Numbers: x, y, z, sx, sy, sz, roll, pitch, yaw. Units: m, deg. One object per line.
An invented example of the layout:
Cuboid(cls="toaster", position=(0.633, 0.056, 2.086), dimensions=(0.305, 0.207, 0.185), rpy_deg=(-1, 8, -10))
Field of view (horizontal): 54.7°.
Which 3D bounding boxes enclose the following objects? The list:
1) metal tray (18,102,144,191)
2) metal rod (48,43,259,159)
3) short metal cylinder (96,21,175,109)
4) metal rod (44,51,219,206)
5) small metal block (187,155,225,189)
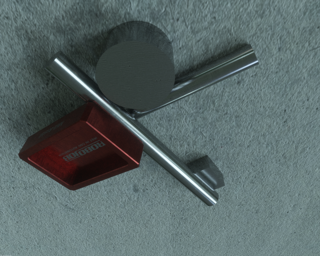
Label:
Cuboid(cls="metal tray", position=(-0.097, 0.029, 0.378), dimensions=(0.130, 0.030, 0.090), rpy_deg=(-24, 127, 33))
Cuboid(cls="metal rod", position=(-0.027, -0.025, 0.387), dimensions=(0.300, 0.025, 0.025), rpy_deg=(-23, 127, 18))
Cuboid(cls="short metal cylinder", position=(-0.025, -0.067, 0.334), dimensions=(0.081, 0.050, 0.079), rpy_deg=(0, 130, 0))
Cuboid(cls="metal rod", position=(-0.016, 0.019, 0.392), dimensions=(0.025, 0.025, 0.300), rpy_deg=(-32, 124, 24))
Cuboid(cls="small metal block", position=(0.063, 0.074, 0.472), dimensions=(0.050, 0.025, 0.050), rpy_deg=(-27, 126, 20))
